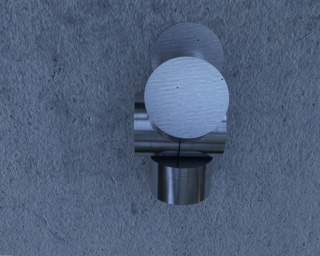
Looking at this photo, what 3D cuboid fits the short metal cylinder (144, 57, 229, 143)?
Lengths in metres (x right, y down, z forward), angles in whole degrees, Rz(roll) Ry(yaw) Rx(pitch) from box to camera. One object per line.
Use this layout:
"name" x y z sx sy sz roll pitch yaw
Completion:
"short metal cylinder" 0.025 -0.026 0.318 0.081 0.050 0.080 0 82 -1

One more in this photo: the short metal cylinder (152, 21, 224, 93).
"short metal cylinder" 0.031 -0.084 0.368 0.081 0.050 0.079 0 110 -1

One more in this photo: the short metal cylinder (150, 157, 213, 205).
"short metal cylinder" 0.027 0.056 0.403 0.081 0.080 0.050 0 110 -1

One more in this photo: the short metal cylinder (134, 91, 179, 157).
"short metal cylinder" -0.004 -0.005 0.380 0.050 0.080 0.079 1 110 -1

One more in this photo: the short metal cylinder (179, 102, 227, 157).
"short metal cylinder" 0.048 -0.004 0.380 0.050 0.080 0.079 0 110 0
